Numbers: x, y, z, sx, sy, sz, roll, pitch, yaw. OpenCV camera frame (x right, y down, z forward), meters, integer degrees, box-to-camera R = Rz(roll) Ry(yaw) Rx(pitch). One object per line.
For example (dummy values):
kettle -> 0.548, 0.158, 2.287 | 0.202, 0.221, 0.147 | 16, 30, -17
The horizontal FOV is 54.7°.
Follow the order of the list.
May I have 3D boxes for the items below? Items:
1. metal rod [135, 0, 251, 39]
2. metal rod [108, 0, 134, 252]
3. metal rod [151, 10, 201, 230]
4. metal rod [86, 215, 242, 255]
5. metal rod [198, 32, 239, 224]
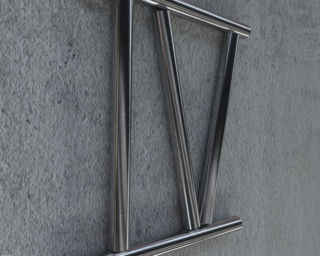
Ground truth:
metal rod -> 0.030, -0.167, 0.433 | 0.302, 0.025, 0.025 | 1, 89, -40
metal rod -> -0.046, -0.008, 0.368 | 0.025, 0.025, 0.298 | 2, 89, -40
metal rod -> 0.024, -0.005, 0.427 | 0.025, 0.025, 0.298 | -15, 100, -39
metal rod -> 0.011, 0.156, 0.417 | 0.302, 0.025, 0.025 | 1, 89, -40
metal rod -> 0.091, -0.005, 0.484 | 0.025, 0.025, 0.299 | 17, 79, -39
